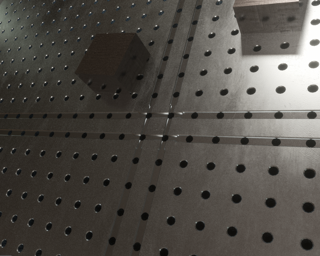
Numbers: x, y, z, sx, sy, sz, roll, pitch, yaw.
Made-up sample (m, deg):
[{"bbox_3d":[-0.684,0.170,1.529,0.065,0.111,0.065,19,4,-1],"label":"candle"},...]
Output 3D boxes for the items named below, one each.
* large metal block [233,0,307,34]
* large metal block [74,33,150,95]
[{"bbox_3d":[0.154,-0.177,0.420,0.080,0.050,0.080,7,65,31],"label":"large metal block"},{"bbox_3d":[-0.074,-0.103,0.492,0.080,0.050,0.080,9,66,32],"label":"large metal block"}]
